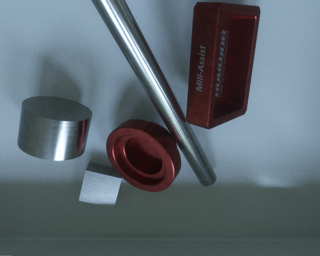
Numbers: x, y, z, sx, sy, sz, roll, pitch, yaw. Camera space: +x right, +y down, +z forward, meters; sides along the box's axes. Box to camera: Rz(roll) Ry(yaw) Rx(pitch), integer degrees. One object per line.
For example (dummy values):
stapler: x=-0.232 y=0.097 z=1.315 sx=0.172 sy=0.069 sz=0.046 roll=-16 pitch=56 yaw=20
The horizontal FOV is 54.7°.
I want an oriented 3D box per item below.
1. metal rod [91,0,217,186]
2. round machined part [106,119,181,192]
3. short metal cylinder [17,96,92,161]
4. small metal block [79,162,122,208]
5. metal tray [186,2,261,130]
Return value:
metal rod: x=0.008 y=-0.025 z=0.344 sx=0.025 sy=0.025 sz=0.299 roll=-25 pitch=131 yaw=8
round machined part: x=-0.017 y=0.031 z=0.398 sx=0.098 sy=0.042 sz=0.097 roll=16 pitch=128 yaw=23
short metal cylinder: x=-0.128 y=-0.002 z=0.380 sx=0.081 sy=0.080 sz=0.050 roll=14 pitch=110 yaw=-6
small metal block: x=-0.083 y=0.081 z=0.440 sx=0.050 sy=0.025 sz=0.050 roll=14 pitch=109 yaw=-6
metal tray: x=0.072 y=-0.072 z=0.353 sx=0.030 sy=0.091 sz=0.129 roll=19 pitch=116 yaw=38
